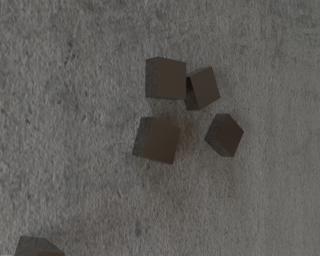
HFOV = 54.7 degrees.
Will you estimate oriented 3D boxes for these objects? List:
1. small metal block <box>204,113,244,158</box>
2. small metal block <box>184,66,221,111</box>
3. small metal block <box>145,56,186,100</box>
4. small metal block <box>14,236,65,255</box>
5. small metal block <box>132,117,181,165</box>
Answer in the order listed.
[{"bbox_3d":[0.103,0.012,0.494,0.050,0.025,0.050,42,64,-32],"label":"small metal block"},{"bbox_3d":[0.058,-0.058,0.456,0.050,0.025,0.050,-30,109,-36],"label":"small metal block"},{"bbox_3d":[0.008,-0.065,0.414,0.050,0.025,0.050,1,89,-40],"label":"small metal block"},{"bbox_3d":[-0.119,0.134,0.290,0.025,0.050,0.050,24,75,-38],"label":"small metal block"},{"bbox_3d":[-0.004,0.017,0.404,0.050,0.025,0.050,22,76,-38],"label":"small metal block"}]
